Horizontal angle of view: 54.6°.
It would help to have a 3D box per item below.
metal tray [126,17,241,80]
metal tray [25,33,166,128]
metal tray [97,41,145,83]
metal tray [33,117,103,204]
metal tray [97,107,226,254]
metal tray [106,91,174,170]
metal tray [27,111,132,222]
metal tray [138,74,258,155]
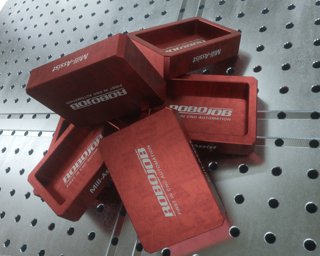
[{"bbox_3d":[0.032,-0.112,0.415,0.131,0.030,0.090,-24,44,-29],"label":"metal tray"},{"bbox_3d":[-0.070,-0.046,0.349,0.130,0.090,0.030,-14,56,26],"label":"metal tray"},{"bbox_3d":[-0.064,-0.084,0.469,0.090,0.030,0.130,-38,35,2],"label":"metal tray"},{"bbox_3d":[-0.118,0.039,0.445,0.090,0.030,0.130,-4,59,25],"label":"metal tray"},{"bbox_3d":[0.001,0.054,0.329,0.090,0.030,0.130,-26,86,12],"label":"metal tray"},{"bbox_3d":[-0.022,-0.007,0.422,0.090,0.030,0.130,-3,58,24],"label":"metal tray"},{"bbox_3d":[-0.098,0.039,0.394,0.090,0.030,0.130,30,78,38],"label":"metal tray"},{"bbox_3d":[0.046,-0.020,0.370,0.130,0.030,0.090,4,63,11],"label":"metal tray"}]
